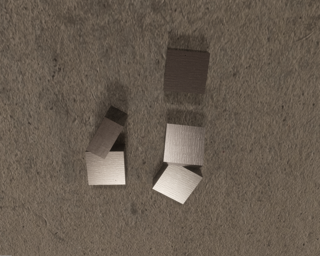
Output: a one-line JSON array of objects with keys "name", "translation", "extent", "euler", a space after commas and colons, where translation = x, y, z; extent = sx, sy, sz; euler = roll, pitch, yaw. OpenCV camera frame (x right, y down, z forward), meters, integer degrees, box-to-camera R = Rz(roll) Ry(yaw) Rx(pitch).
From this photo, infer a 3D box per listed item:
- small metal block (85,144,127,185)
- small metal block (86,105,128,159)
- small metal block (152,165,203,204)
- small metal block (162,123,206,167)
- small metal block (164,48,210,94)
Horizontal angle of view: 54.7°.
[{"name": "small metal block", "translation": [-0.073, 0.050, 0.427], "extent": [0.050, 0.025, 0.050], "euler": [-1, 110, 0]}, {"name": "small metal block", "translation": [-0.067, 0.004, 0.397], "extent": [0.025, 0.050, 0.050], "euler": [29, 107, -11]}, {"name": "small metal block", "translation": [0.024, 0.071, 0.437], "extent": [0.050, 0.025, 0.050], "euler": [29, 107, -11]}, {"name": "small metal block", "translation": [0.031, 0.024, 0.406], "extent": [0.050, 0.025, 0.050], "euler": [6, 75, -3]}, {"name": "small metal block", "translation": [0.032, -0.071, 0.384], "extent": [0.050, 0.025, 0.050], "euler": [5, 110, -2]}]
